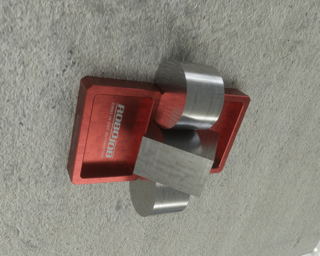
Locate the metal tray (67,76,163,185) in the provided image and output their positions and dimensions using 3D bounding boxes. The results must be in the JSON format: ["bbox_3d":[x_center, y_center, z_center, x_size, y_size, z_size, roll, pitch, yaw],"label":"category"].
[{"bbox_3d":[-0.057,0.006,0.378,0.091,0.030,0.129,1,118,-29],"label":"metal tray"}]

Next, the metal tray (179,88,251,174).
[{"bbox_3d":[0.066,0.006,0.445,0.091,0.030,0.129,1,118,-29],"label":"metal tray"}]

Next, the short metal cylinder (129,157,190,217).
[{"bbox_3d":[-0.002,0.076,0.419,0.050,0.080,0.079,2,118,-30],"label":"short metal cylinder"}]

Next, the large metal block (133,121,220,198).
[{"bbox_3d":[0.023,0.029,0.377,0.080,0.080,0.050,19,115,7],"label":"large metal block"}]

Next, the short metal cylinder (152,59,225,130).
[{"bbox_3d":[0.030,-0.038,0.366,0.050,0.080,0.079,2,118,-30],"label":"short metal cylinder"}]
